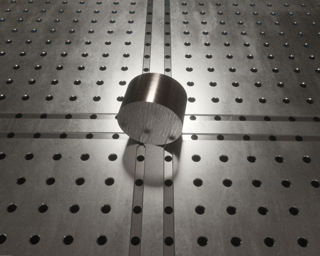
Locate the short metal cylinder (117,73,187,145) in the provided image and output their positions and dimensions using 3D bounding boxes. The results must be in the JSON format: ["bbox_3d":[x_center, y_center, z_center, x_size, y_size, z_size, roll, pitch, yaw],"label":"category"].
[{"bbox_3d":[-0.008,-0.023,0.391,0.080,0.080,0.050,8,51,6],"label":"short metal cylinder"}]
